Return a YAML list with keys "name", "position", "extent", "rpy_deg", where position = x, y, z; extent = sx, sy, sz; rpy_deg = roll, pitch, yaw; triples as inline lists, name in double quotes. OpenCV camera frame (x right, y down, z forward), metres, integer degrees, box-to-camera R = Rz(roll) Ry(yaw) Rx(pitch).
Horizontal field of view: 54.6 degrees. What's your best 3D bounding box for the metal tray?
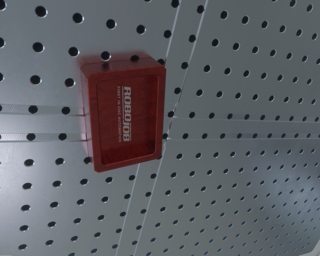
- name: "metal tray"
  position: [-0.042, -0.014, 0.375]
  extent: [0.091, 0.030, 0.129]
  rpy_deg: [-11, 123, -22]
